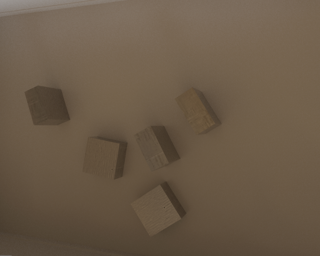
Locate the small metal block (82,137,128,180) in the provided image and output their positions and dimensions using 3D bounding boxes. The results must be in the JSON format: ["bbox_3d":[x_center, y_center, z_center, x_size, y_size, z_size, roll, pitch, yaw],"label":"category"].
[{"bbox_3d":[-0.077,0.041,0.437,0.050,0.025,0.050,10,93,19],"label":"small metal block"}]

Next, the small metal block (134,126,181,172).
[{"bbox_3d":[-0.002,0.025,0.397,0.025,0.050,0.050,-29,81,17],"label":"small metal block"}]

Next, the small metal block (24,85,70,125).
[{"bbox_3d":[-0.164,-0.031,0.453,0.025,0.050,0.050,-20,83,19],"label":"small metal block"}]

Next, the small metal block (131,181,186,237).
[{"bbox_3d":[-0.002,0.107,0.410,0.050,0.025,0.050,-36,79,16],"label":"small metal block"}]

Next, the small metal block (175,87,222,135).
[{"bbox_3d":[0.048,-0.020,0.380,0.025,0.050,0.050,-33,80,17],"label":"small metal block"}]
